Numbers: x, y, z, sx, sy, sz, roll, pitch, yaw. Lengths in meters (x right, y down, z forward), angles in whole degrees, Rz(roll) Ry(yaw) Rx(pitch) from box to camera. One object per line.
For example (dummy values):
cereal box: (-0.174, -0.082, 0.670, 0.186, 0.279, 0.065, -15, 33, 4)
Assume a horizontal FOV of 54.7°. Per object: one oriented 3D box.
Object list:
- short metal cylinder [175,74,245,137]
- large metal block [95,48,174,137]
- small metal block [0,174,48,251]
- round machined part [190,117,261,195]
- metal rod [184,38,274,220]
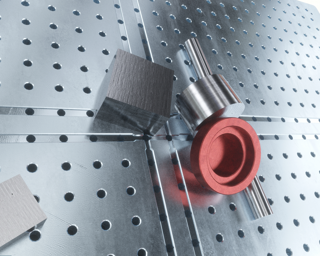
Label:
short metal cylinder: (0.068, -0.028, 0.425, 0.081, 0.080, 0.050, -13, 62, -34)
large metal block: (-0.031, -0.045, 0.404, 0.081, 0.050, 0.080, 19, 54, -18)
small metal block: (-0.141, 0.079, 0.284, 0.050, 0.025, 0.050, -29, 78, -38)
round machined part: (0.080, 0.034, 0.404, 0.099, 0.042, 0.097, -1, 93, -27)
metal rod: (0.096, -0.013, 0.469, 0.025, 0.025, 0.299, -4, 64, -31)
